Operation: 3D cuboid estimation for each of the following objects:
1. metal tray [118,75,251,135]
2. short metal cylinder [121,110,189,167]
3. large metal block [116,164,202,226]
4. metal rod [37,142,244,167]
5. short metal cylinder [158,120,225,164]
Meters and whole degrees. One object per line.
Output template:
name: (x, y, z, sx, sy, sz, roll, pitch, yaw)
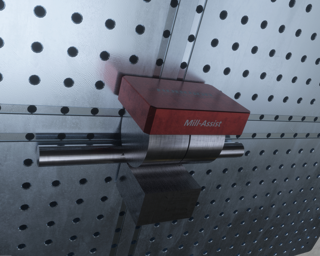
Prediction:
metal tray: (0.027, -0.026, 0.363, 0.131, 0.090, 0.030, 1, 118, -29)
short metal cylinder: (-0.008, 0.006, 0.371, 0.050, 0.080, 0.079, 0, 118, -29)
large metal block: (-0.005, 0.079, 0.417, 0.081, 0.080, 0.050, 1, 118, -29)
metal rod: (-0.006, 0.033, 0.424, 0.303, 0.025, 0.025, 1, 118, -29)
short metal cylinder: (0.038, 0.006, 0.397, 0.050, 0.080, 0.079, 2, 118, -29)
